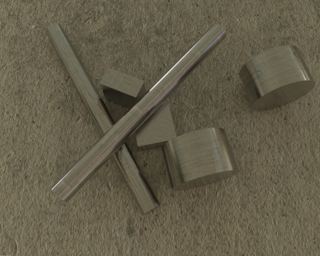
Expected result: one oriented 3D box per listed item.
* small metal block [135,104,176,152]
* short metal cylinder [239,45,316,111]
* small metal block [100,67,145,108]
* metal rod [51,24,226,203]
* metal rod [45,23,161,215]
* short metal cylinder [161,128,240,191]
[{"bbox_3d":[-0.008,0.000,0.408,0.050,0.025,0.050,-11,70,-4],"label":"small metal block"},{"bbox_3d":[0.150,-0.062,0.403,0.081,0.080,0.050,-14,71,-5],"label":"short metal cylinder"},{"bbox_3d":[-0.048,-0.049,0.412,0.050,0.050,0.025,22,72,7],"label":"small metal block"},{"bbox_3d":[-0.016,-0.030,0.392,0.025,0.025,0.301,39,73,13],"label":"metal rod"},{"bbox_3d":[-0.083,-0.024,0.415,0.025,0.025,0.299,-28,73,-10],"label":"metal rod"},{"bbox_3d":[0.046,0.039,0.365,0.081,0.080,0.050,-13,71,-5],"label":"short metal cylinder"}]
